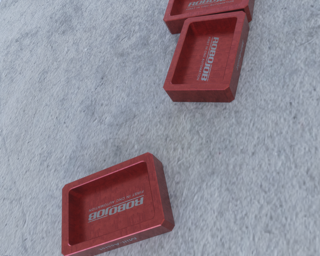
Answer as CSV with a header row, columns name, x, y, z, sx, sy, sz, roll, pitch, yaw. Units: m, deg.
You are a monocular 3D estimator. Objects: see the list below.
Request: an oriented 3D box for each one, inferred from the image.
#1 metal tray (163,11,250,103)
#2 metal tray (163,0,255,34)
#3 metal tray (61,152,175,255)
name,x,y,z,sx,sy,sz,roll,pitch,yaw
metal tray,0.065,-0.098,0.425,0.090,0.030,0.130,3,63,29
metal tray,0.077,-0.196,0.479,0.130,0.030,0.090,1,62,28
metal tray,-0.055,0.093,0.370,0.130,0.030,0.090,-22,54,14
